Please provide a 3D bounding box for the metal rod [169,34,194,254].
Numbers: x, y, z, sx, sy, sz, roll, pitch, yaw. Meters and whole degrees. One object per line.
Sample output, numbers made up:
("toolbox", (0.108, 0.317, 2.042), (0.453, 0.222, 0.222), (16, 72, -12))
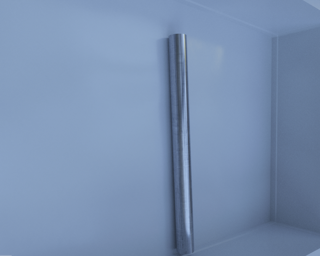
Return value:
("metal rod", (0.030, 0.023, 0.430), (0.025, 0.025, 0.298), (-4, 93, -40))
